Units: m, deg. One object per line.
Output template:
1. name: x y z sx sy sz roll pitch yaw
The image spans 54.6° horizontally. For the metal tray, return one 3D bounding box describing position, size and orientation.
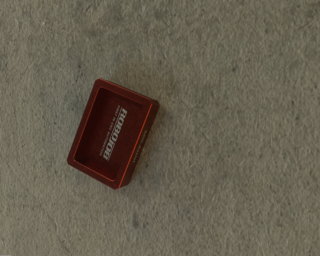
1. metal tray: -0.066 0.007 0.430 0.090 0.030 0.129 24 98 18
